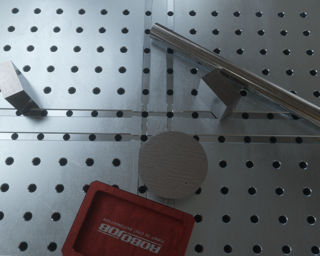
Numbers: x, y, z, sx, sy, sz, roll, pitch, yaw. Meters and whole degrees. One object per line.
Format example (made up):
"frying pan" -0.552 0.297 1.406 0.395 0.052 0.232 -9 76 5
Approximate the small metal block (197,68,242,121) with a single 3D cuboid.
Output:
"small metal block" 0.078 -0.044 0.415 0.025 0.050 0.050 -35 74 -12

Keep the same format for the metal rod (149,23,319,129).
"metal rod" 0.118 -0.071 0.438 0.301 0.025 0.025 31 73 10

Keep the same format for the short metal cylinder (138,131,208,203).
"short metal cylinder" 0.015 0.049 0.380 0.081 0.050 0.080 0 70 0

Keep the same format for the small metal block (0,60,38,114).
"small metal block" -0.194 -0.055 0.417 0.025 0.050 0.050 -27 72 -9

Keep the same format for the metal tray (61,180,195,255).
"metal tray" -0.034 0.126 0.362 0.131 0.030 0.090 19 71 6
